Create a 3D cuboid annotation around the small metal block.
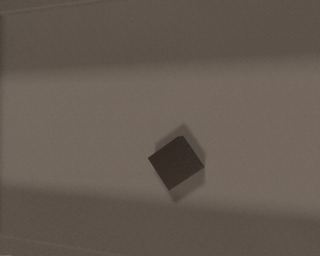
[{"bbox_3d":[0.021,0.045,0.402,0.050,0.025,0.050,-37,79,16],"label":"small metal block"}]
